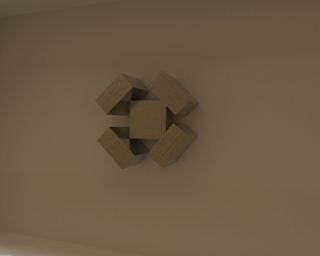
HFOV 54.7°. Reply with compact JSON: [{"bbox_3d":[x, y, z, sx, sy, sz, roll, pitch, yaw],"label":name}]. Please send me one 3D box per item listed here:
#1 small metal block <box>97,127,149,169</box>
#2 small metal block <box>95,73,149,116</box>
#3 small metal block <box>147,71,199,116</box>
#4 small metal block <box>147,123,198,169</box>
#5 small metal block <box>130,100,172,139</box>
[{"bbox_3d":[-0.047,0.025,0.412,0.050,0.050,0.025,47,105,14],"label":"small metal block"},{"bbox_3d":[-0.049,-0.043,0.412,0.050,0.050,0.025,-44,76,15],"label":"small metal block"},{"bbox_3d":[0.018,-0.042,0.388,0.025,0.050,0.050,-46,77,13],"label":"small metal block"},{"bbox_3d":[0.017,0.021,0.388,0.025,0.050,0.050,42,102,14],"label":"small metal block"},{"bbox_3d":[-0.012,-0.011,0.412,0.050,0.025,0.050,1,90,20],"label":"small metal block"}]
